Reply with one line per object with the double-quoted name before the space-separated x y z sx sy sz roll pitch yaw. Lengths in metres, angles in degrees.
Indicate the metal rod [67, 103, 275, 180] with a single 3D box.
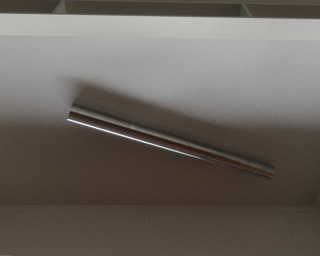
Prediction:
"metal rod" 0.026 0.023 0.429 0.302 0.025 0.025 17 128 -15
